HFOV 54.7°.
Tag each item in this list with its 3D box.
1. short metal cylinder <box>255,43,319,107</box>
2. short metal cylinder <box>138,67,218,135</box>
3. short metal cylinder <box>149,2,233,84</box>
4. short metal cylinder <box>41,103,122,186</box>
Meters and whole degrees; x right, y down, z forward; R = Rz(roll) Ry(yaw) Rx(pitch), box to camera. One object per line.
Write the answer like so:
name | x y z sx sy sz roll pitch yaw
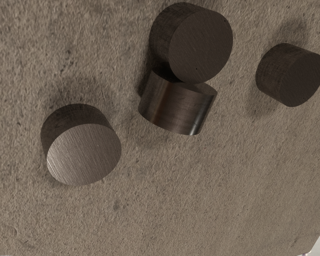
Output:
short metal cylinder | 0.187 -0.077 0.448 0.081 0.050 0.079 -14 125 -21
short metal cylinder | 0.020 -0.033 0.363 0.081 0.080 0.050 7 115 -32
short metal cylinder | 0.034 -0.096 0.351 0.081 0.050 0.079 -14 124 -21
short metal cylinder | -0.090 0.019 0.354 0.081 0.050 0.079 -14 125 -21
